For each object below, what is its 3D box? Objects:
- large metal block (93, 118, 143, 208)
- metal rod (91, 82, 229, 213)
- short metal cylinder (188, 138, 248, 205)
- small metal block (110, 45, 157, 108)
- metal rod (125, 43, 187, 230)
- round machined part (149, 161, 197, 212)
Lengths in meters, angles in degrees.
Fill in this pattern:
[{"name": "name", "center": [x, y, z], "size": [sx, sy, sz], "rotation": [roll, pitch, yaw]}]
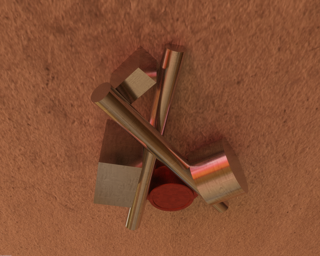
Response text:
[{"name": "large metal block", "center": [-0.054, 0.046, 0.412], "size": [0.050, 0.080, 0.079], "rotation": [9, 130, -8]}, {"name": "metal rod", "center": [0.021, 0.045, 0.402], "size": [0.025, 0.025, 0.300], "rotation": [-26, 135, 20]}, {"name": "short metal cylinder", "center": [0.080, 0.059, 0.425], "size": [0.050, 0.080, 0.080], "rotation": [-26, 126, 20]}, {"name": "small metal block", "center": [-0.030, -0.056, 0.344], "size": [0.050, 0.050, 0.025], "rotation": [-37, 121, 27]}, {"name": "metal rod", "center": [-0.014, 0.034, 0.417], "size": [0.025, 0.025, 0.298], "rotation": [9, 124, -8]}, {"name": "round machined part", "center": [0.017, 0.092, 0.477], "size": [0.099, 0.042, 0.097], "rotation": [-1, 130, 0]}]
